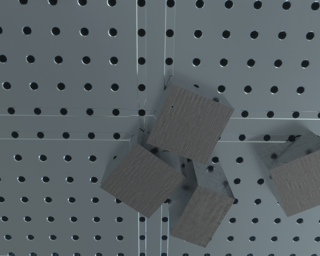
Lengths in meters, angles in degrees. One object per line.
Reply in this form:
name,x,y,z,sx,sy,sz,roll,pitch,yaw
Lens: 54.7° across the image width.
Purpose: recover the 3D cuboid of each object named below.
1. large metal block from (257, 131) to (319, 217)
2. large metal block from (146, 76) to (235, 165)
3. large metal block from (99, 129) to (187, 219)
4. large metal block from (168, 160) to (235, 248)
large metal block,0.192,0.063,0.426,0.080,0.050,0.080,-24,109,8
large metal block,0.036,-0.011,0.397,0.080,0.050,0.079,21,109,-8
large metal block,-0.022,0.062,0.423,0.080,0.050,0.080,37,106,-13
large metal block,0.052,0.097,0.421,0.050,0.080,0.079,23,108,-9
